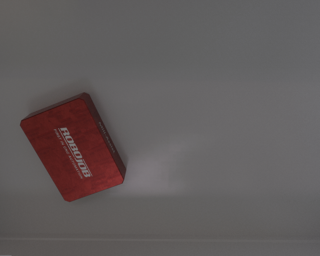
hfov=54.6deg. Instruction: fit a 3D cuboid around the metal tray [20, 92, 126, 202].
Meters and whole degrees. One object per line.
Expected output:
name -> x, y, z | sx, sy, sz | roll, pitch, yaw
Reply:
metal tray -> -0.113, 0.028, 0.418 | 0.090, 0.030, 0.130 | -21, 109, 7
